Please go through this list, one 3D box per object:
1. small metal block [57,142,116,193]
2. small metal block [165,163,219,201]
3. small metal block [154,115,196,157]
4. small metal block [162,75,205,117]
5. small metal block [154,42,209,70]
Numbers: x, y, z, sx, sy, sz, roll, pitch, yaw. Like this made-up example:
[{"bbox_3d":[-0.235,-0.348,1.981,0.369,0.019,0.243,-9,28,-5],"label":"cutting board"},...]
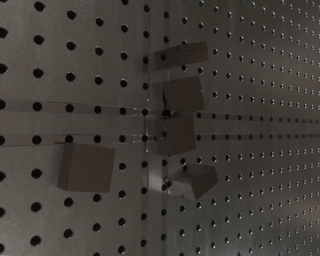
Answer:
[{"bbox_3d":[-0.081,0.044,0.343,0.050,0.025,0.050,13,82,-40],"label":"small metal block"},{"bbox_3d":[0.045,0.073,0.433,0.050,0.050,0.025,-29,109,-37],"label":"small metal block"},{"bbox_3d":[0.022,0.009,0.430,0.050,0.025,0.050,-11,97,-40],"label":"small metal block"},{"bbox_3d":[0.034,-0.046,0.440,0.050,0.025,0.050,-18,102,-39],"label":"small metal block"},{"bbox_3d":[0.030,-0.097,0.420,0.050,0.050,0.025,-19,103,-39],"label":"small metal block"}]
